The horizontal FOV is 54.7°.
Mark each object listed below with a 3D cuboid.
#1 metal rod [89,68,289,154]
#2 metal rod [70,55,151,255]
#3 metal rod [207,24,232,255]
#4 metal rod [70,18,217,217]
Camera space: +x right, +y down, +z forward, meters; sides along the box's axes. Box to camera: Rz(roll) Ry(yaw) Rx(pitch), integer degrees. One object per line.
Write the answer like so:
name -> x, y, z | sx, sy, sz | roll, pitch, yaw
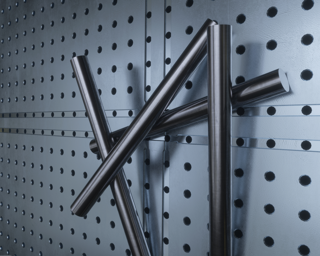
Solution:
metal rod -> 0.011, -0.009, 0.398 | 0.299, 0.025, 0.025 | -19, 78, 38
metal rod -> -0.069, 0.043, 0.435 | 0.025, 0.025, 0.299 | -21, 86, 38
metal rod -> 0.065, 0.045, 0.332 | 0.025, 0.025, 0.298 | 4, 100, 39
metal rod -> -0.023, -0.003, 0.390 | 0.025, 0.025, 0.299 | 45, 106, 30
